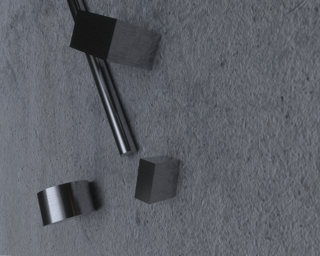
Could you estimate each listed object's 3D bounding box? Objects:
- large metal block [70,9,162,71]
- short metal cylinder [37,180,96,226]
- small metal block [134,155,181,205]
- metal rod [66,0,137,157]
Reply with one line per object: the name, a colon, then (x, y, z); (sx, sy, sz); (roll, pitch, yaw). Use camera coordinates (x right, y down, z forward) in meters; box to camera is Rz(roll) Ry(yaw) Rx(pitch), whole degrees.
large metal block: (-0.059, -0.117, 0.416); (0.080, 0.081, 0.050); (27, 107, 36)
short metal cylinder: (-0.146, 0.118, 0.487); (0.080, 0.081, 0.050); (-27, 73, 36)
small metal block: (-0.002, 0.063, 0.389); (0.025, 0.050, 0.050); (14, 99, 39)
metal rod: (-0.097, -0.097, 0.482); (0.025, 0.025, 0.299); (-34, 70, 35)
